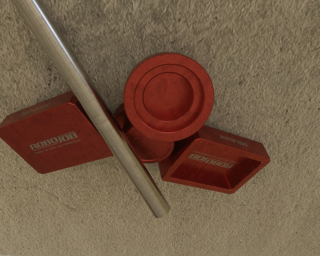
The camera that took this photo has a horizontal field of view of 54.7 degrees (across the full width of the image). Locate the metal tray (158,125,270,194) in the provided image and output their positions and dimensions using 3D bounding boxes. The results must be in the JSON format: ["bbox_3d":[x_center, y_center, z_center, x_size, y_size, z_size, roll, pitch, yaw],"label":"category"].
[{"bbox_3d":[0.075,0.047,0.432,0.131,0.030,0.089,16,129,-27],"label":"metal tray"}]

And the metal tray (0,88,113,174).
[{"bbox_3d":[-0.130,0.009,0.398,0.130,0.030,0.090,-16,126,24],"label":"metal tray"}]

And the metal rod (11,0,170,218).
[{"bbox_3d":[-0.065,-0.009,0.357,0.025,0.025,0.299,-22,114,17],"label":"metal rod"}]

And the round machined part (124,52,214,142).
[{"bbox_3d":[0.008,-0.037,0.352,0.099,0.042,0.097,-2,109,-6],"label":"round machined part"}]

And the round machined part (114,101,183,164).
[{"bbox_3d":[-0.016,0.009,0.405,0.099,0.042,0.097,0,130,0],"label":"round machined part"}]
